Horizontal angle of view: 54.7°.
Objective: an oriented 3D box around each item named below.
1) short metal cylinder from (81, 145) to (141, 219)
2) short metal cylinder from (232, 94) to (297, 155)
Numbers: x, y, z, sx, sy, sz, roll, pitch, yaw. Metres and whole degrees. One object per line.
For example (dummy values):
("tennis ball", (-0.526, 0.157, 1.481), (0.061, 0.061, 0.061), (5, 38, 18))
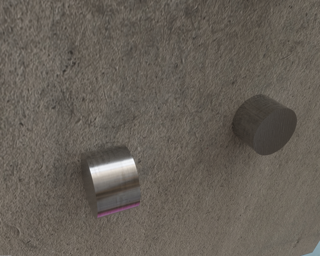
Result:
("short metal cylinder", (-0.062, 0.064, 0.377), (0.050, 0.080, 0.079), (-11, 123, -23))
("short metal cylinder", (0.159, -0.005, 0.474), (0.081, 0.050, 0.079), (-14, 124, -21))
